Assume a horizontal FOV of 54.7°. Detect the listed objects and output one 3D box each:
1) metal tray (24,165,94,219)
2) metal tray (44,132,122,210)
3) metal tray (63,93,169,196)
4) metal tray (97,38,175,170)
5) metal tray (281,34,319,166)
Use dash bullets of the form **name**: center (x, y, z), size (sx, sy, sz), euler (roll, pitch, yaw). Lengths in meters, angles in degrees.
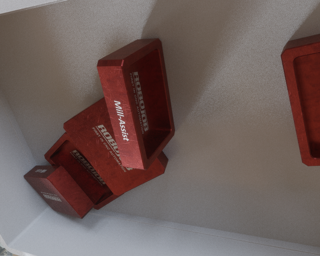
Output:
- **metal tray**: center (-0.178, 0.108, 0.538), size (0.130, 0.030, 0.090), euler (-9, 121, 50)
- **metal tray**: center (-0.119, 0.067, 0.509), size (0.130, 0.030, 0.090), euler (48, 129, -6)
- **metal tray**: center (-0.060, 0.023, 0.435), size (0.090, 0.030, 0.130), euler (-30, 103, 20)
- **metal tray**: center (-0.021, -0.029, 0.359), size (0.030, 0.090, 0.129), euler (4, 121, 26)
- **metal tray**: center (0.176, -0.026, 0.296), size (0.090, 0.030, 0.129), euler (-7, 115, 31)
